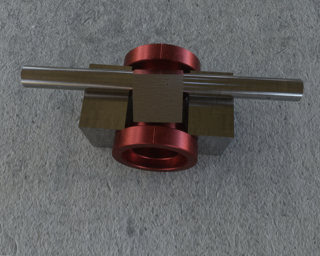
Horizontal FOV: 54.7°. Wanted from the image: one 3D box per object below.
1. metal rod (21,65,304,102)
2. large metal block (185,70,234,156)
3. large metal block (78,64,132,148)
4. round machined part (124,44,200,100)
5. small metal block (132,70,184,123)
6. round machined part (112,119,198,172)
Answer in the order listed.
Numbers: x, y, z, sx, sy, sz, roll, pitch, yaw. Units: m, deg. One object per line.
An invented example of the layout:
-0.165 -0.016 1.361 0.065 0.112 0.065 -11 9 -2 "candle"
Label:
0.002 -0.049 0.342 0.302 0.025 0.025 3 70 1 "metal rod"
0.058 -0.015 0.386 0.050 0.080 0.080 4 70 1 "large metal block"
-0.061 -0.023 0.388 0.050 0.080 0.080 4 70 1 "large metal block"
0.002 -0.061 0.393 0.099 0.098 0.042 4 71 1 "round machined part"
-0.002 -0.033 0.322 0.050 0.025 0.050 1 111 2 "small metal block"
-0.005 0.017 0.364 0.099 0.098 0.042 4 65 1 "round machined part"
